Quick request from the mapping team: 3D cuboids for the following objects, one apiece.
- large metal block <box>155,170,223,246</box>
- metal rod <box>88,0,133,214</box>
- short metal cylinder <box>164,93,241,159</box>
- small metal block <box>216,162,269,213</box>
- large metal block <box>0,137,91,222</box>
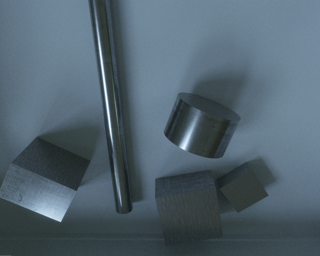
[{"bbox_3d":[0.040,0.113,0.440,0.080,0.050,0.079,-10,110,3],"label":"large metal block"},{"bbox_3d":[-0.061,-0.021,0.402,0.025,0.025,0.298,-4,110,1],"label":"metal rod"},{"bbox_3d":[0.051,-0.005,0.381,0.080,0.080,0.050,18,109,-7],"label":"short metal cylinder"},{"bbox_3d":[0.118,0.085,0.445,0.050,0.025,0.050,-34,107,11],"label":"small metal block"},{"bbox_3d":[-0.146,0.064,0.403,0.080,0.080,0.050,26,108,-10],"label":"large metal block"}]
